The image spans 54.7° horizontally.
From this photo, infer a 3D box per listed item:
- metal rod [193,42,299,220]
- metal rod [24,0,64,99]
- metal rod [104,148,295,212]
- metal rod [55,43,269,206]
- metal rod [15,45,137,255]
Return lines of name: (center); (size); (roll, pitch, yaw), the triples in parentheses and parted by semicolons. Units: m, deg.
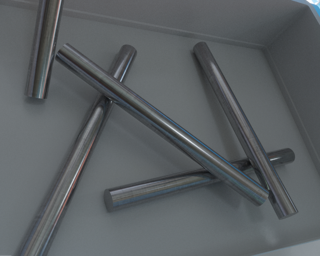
metal rod: (0.112, -0.015, 0.452); (0.025, 0.025, 0.299); (-2, 55, -29)
metal rod: (-0.111, -0.181, 0.338); (0.025, 0.025, 0.298); (9, 97, -23)
metal rod: (0.073, 0.060, 0.407); (0.303, 0.025, 0.025); (-7, 66, -31)
metal rod: (0.006, -0.001, 0.375); (0.301, 0.025, 0.025); (36, 51, -4)
metal rod: (-0.081, 0.005, 0.358); (0.025, 0.025, 0.300); (26, 52, -12)
